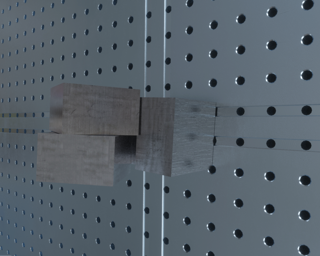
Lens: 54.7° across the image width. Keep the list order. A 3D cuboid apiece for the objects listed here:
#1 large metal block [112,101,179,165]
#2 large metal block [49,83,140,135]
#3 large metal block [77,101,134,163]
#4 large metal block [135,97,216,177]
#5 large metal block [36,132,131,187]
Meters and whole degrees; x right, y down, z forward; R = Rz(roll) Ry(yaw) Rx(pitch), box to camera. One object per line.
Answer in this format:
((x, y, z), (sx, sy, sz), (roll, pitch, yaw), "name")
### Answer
((-0.022, 0.004, 0.406), (0.080, 0.050, 0.079), (4, 92, 39), "large metal block")
((-0.077, -0.020, 0.351), (0.080, 0.081, 0.050), (6, 93, 62), "large metal block")
((-0.082, 0.004, 0.439), (0.050, 0.081, 0.079), (3, 92, 40), "large metal block")
((0.020, 0.008, 0.355), (0.050, 0.081, 0.079), (5, 93, 39), "large metal block")
((-0.081, 0.030, 0.351), (0.080, 0.080, 0.050), (3, 92, 6), "large metal block")
